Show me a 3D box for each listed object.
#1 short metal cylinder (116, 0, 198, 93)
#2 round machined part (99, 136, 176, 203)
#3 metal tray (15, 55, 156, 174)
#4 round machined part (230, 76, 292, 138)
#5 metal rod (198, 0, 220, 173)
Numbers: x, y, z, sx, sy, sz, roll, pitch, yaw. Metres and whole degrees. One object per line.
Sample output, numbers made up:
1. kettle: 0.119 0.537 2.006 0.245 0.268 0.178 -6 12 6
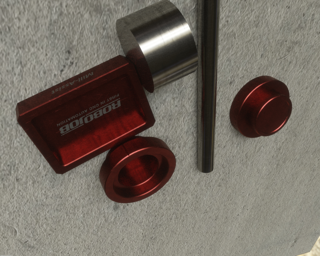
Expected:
1. short metal cylinder: -0.004 -0.083 0.319 0.050 0.080 0.080 -28 128 -11
2. round machined part: -0.032 0.049 0.403 0.099 0.042 0.097 -19 135 -20
3. metal tray: -0.079 -0.014 0.352 0.131 0.030 0.090 -28 129 -11
4. round machined part: 0.159 -0.026 0.469 0.099 0.042 0.097 -14 125 -21
5. metal rod: 0.062 -0.061 0.404 0.025 0.025 0.298 -18 126 -19
